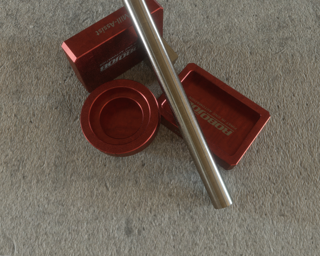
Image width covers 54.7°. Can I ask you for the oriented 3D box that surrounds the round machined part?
[{"bbox_3d":[-0.048,-0.010,0.400,0.099,0.042,0.098,-2,73,5],"label":"round machined part"}]

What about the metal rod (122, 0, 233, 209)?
[{"bbox_3d":[0.017,-0.043,0.369,0.025,0.025,0.299,-25,94,-9],"label":"metal rod"}]

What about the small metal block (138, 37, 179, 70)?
[{"bbox_3d":[-0.005,-0.101,0.428,0.025,0.050,0.050,-42,90,-11],"label":"small metal block"}]

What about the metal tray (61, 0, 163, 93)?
[{"bbox_3d":[-0.056,-0.110,0.414,0.131,0.090,0.030,-36,74,-12],"label":"metal tray"}]

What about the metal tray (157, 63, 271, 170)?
[{"bbox_3d":[0.066,-0.017,0.414,0.130,0.030,0.090,36,74,12],"label":"metal tray"}]
